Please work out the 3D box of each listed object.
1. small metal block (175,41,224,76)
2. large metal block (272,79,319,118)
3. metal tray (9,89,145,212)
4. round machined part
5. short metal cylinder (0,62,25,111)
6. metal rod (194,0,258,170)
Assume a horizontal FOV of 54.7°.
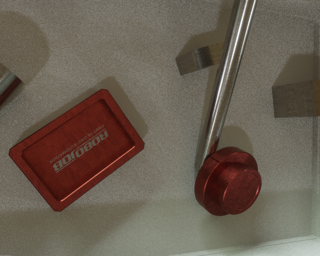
[{"bbox_3d":[0.056,-0.093,0.419,0.050,0.050,0.025,-20,97,-19],"label":"small metal block"},{"bbox_3d":[0.231,-0.045,0.469,0.081,0.080,0.050,-7,93,-20],"label":"large metal block"},{"bbox_3d":[-0.096,0.024,0.372,0.131,0.030,0.090,-37,102,-17],"label":"metal tray"},{"bbox_3d":[0.099,0.078,0.423,0.099,0.042,0.097,-12,115,-28],"label":"round machined part"},{"bbox_3d":[-0.188,-0.052,0.312,0.080,0.080,0.050,40,77,-16],"label":"short metal cylinder"},{"bbox_3d":[0.084,-0.077,0.372,0.025,0.025,0.298,-1,118,-20],"label":"metal rod"}]
